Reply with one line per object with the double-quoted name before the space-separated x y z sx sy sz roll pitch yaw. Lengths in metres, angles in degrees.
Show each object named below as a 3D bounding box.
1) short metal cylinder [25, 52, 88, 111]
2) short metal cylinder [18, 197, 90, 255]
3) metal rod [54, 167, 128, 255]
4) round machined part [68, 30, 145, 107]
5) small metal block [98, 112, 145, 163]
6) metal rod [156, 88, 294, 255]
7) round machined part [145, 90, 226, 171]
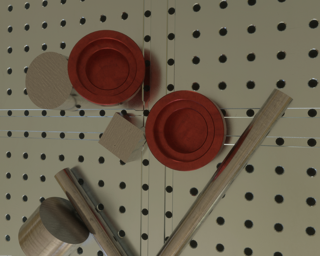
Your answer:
"short metal cylinder" -0.145 -0.065 0.451 0.080 0.050 0.080 0 90 20
"short metal cylinder" -0.147 0.144 0.435 0.080 0.080 0.050 46 104 14
"metal rod" -0.058 0.183 0.432 0.025 0.025 0.300 -41 77 15
"round machined part" -0.069 -0.077 0.416 0.099 0.042 0.097 0 86 -4
"small metal block" -0.049 0.013 0.430 0.050 0.025 0.050 35 101 16
"metal rod" 0.065 0.084 0.389 0.025 0.025 0.299 36 101 16
"round machined part" 0.034 0.003 0.391 0.098 0.042 0.097 0 90 20
